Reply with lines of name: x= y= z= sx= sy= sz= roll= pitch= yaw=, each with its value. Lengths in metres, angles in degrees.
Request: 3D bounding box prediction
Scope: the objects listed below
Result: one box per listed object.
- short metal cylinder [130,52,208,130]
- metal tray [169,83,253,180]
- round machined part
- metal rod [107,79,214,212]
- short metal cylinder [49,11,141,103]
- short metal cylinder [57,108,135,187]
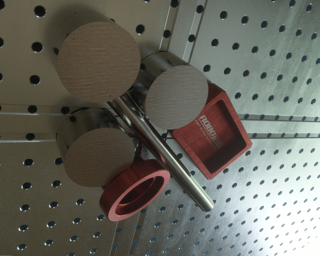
short metal cylinder: x=0.010 y=-0.045 z=0.372 sx=0.081 sy=0.050 sz=0.079 roll=-14 pitch=124 yaw=-21
metal tray: x=0.074 y=0.009 z=0.453 sx=0.090 sy=0.030 sz=0.130 roll=-39 pitch=130 yaw=-1
round machined part: x=-0.038 y=0.075 z=0.412 sx=0.099 sy=0.042 sz=0.098 roll=-32 pitch=151 yaw=-20
metal rod: x=0.011 y=0.043 z=0.444 sx=0.025 sy=0.025 sz=0.300 roll=-39 pitch=129 yaw=-2
short metal cylinder: x=-0.067 y=-0.072 z=0.314 sx=0.081 sy=0.050 sz=0.079 roll=-14 pitch=124 yaw=-21
short metal cylinder: x=-0.076 y=0.023 z=0.367 sx=0.081 sy=0.050 sz=0.079 roll=-14 pitch=124 yaw=-21
